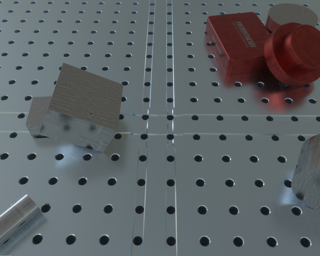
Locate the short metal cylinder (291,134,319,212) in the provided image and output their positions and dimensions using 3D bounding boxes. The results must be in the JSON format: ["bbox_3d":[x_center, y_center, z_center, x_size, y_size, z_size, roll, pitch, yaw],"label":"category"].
[{"bbox_3d":[0.188,0.051,0.330,0.080,0.080,0.050,22,54,17],"label":"short metal cylinder"}]

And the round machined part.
[{"bbox_3d":[0.211,-0.114,0.465,0.099,0.042,0.098,4,78,-18],"label":"round machined part"}]

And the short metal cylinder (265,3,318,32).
[{"bbox_3d":[0.223,-0.173,0.538,0.080,0.050,0.080,0,50,0],"label":"short metal cylinder"}]

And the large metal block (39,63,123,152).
[{"bbox_3d":[-0.097,-0.025,0.391,0.081,0.050,0.080,19,47,-21],"label":"large metal block"}]

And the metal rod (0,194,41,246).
[{"bbox_3d":[-0.236,0.169,0.263,0.025,0.025,0.301,33,57,24],"label":"metal rod"}]

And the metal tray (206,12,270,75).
[{"bbox_3d":[0.140,-0.148,0.530,0.091,0.030,0.130,-8,50,-7],"label":"metal tray"}]

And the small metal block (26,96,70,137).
[{"bbox_3d":[-0.148,-0.017,0.421,0.050,0.025,0.050,-3,50,-3],"label":"small metal block"}]
